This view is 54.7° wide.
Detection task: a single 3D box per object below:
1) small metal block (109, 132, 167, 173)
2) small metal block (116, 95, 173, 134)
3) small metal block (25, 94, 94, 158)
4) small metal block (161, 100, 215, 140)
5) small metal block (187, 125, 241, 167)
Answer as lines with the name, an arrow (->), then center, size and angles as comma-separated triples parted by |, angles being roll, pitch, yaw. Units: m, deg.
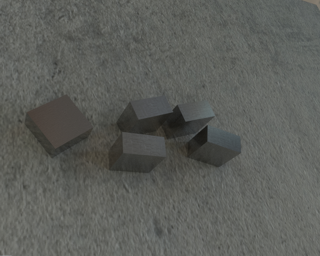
small metal block -> -0.027, 0.030, 0.356 | 0.050, 0.050, 0.025 | 8, 58, -25
small metal block -> -0.020, -0.013, 0.387 | 0.050, 0.050, 0.025 | -14, 69, -34
small metal block -> -0.112, -0.003, 0.346 | 0.050, 0.025, 0.050 | -35, 82, -39
small metal block -> 0.037, -0.011, 0.416 | 0.050, 0.050, 0.025 | -11, 68, -33
small metal block -> 0.071, 0.025, 0.413 | 0.050, 0.050, 0.025 | 19, 55, -18
